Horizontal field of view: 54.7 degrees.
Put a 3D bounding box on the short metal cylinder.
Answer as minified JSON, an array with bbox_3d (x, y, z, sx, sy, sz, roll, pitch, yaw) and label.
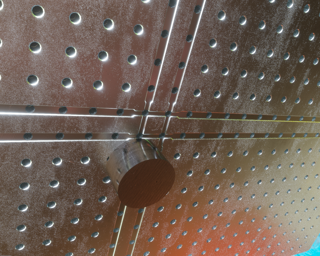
[{"bbox_3d":[-0.027,0.061,0.420,0.081,0.050,0.079,-14,125,-21],"label":"short metal cylinder"}]
